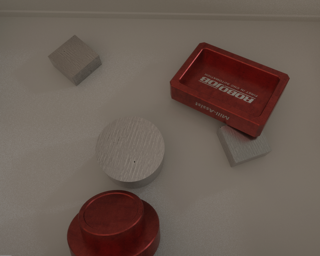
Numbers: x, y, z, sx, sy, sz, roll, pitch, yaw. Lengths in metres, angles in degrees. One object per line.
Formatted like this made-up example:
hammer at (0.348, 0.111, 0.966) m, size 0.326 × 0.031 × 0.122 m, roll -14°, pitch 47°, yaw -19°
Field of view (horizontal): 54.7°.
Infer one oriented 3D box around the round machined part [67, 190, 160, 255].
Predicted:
round machined part at (-0.050, 0.104, 0.333) m, size 0.099 × 0.042 × 0.098 m, roll -3°, pitch 27°, yaw 2°

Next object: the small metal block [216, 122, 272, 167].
small metal block at (0.109, 0.018, 0.405) m, size 0.050 × 0.025 × 0.050 m, roll -18°, pitch 71°, yaw -7°

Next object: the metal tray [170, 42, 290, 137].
metal tray at (0.090, -0.055, 0.411) m, size 0.130 × 0.030 × 0.090 m, roll 27°, pitch 64°, yaw 18°

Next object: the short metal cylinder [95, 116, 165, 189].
short metal cylinder at (-0.035, 0.031, 0.384) m, size 0.081 × 0.050 × 0.080 m, roll 0°, pitch 70°, yaw 0°

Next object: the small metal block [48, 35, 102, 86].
small metal block at (-0.121, -0.097, 0.444) m, size 0.050 × 0.025 × 0.050 m, roll 41°, pitch 75°, yaw 13°
